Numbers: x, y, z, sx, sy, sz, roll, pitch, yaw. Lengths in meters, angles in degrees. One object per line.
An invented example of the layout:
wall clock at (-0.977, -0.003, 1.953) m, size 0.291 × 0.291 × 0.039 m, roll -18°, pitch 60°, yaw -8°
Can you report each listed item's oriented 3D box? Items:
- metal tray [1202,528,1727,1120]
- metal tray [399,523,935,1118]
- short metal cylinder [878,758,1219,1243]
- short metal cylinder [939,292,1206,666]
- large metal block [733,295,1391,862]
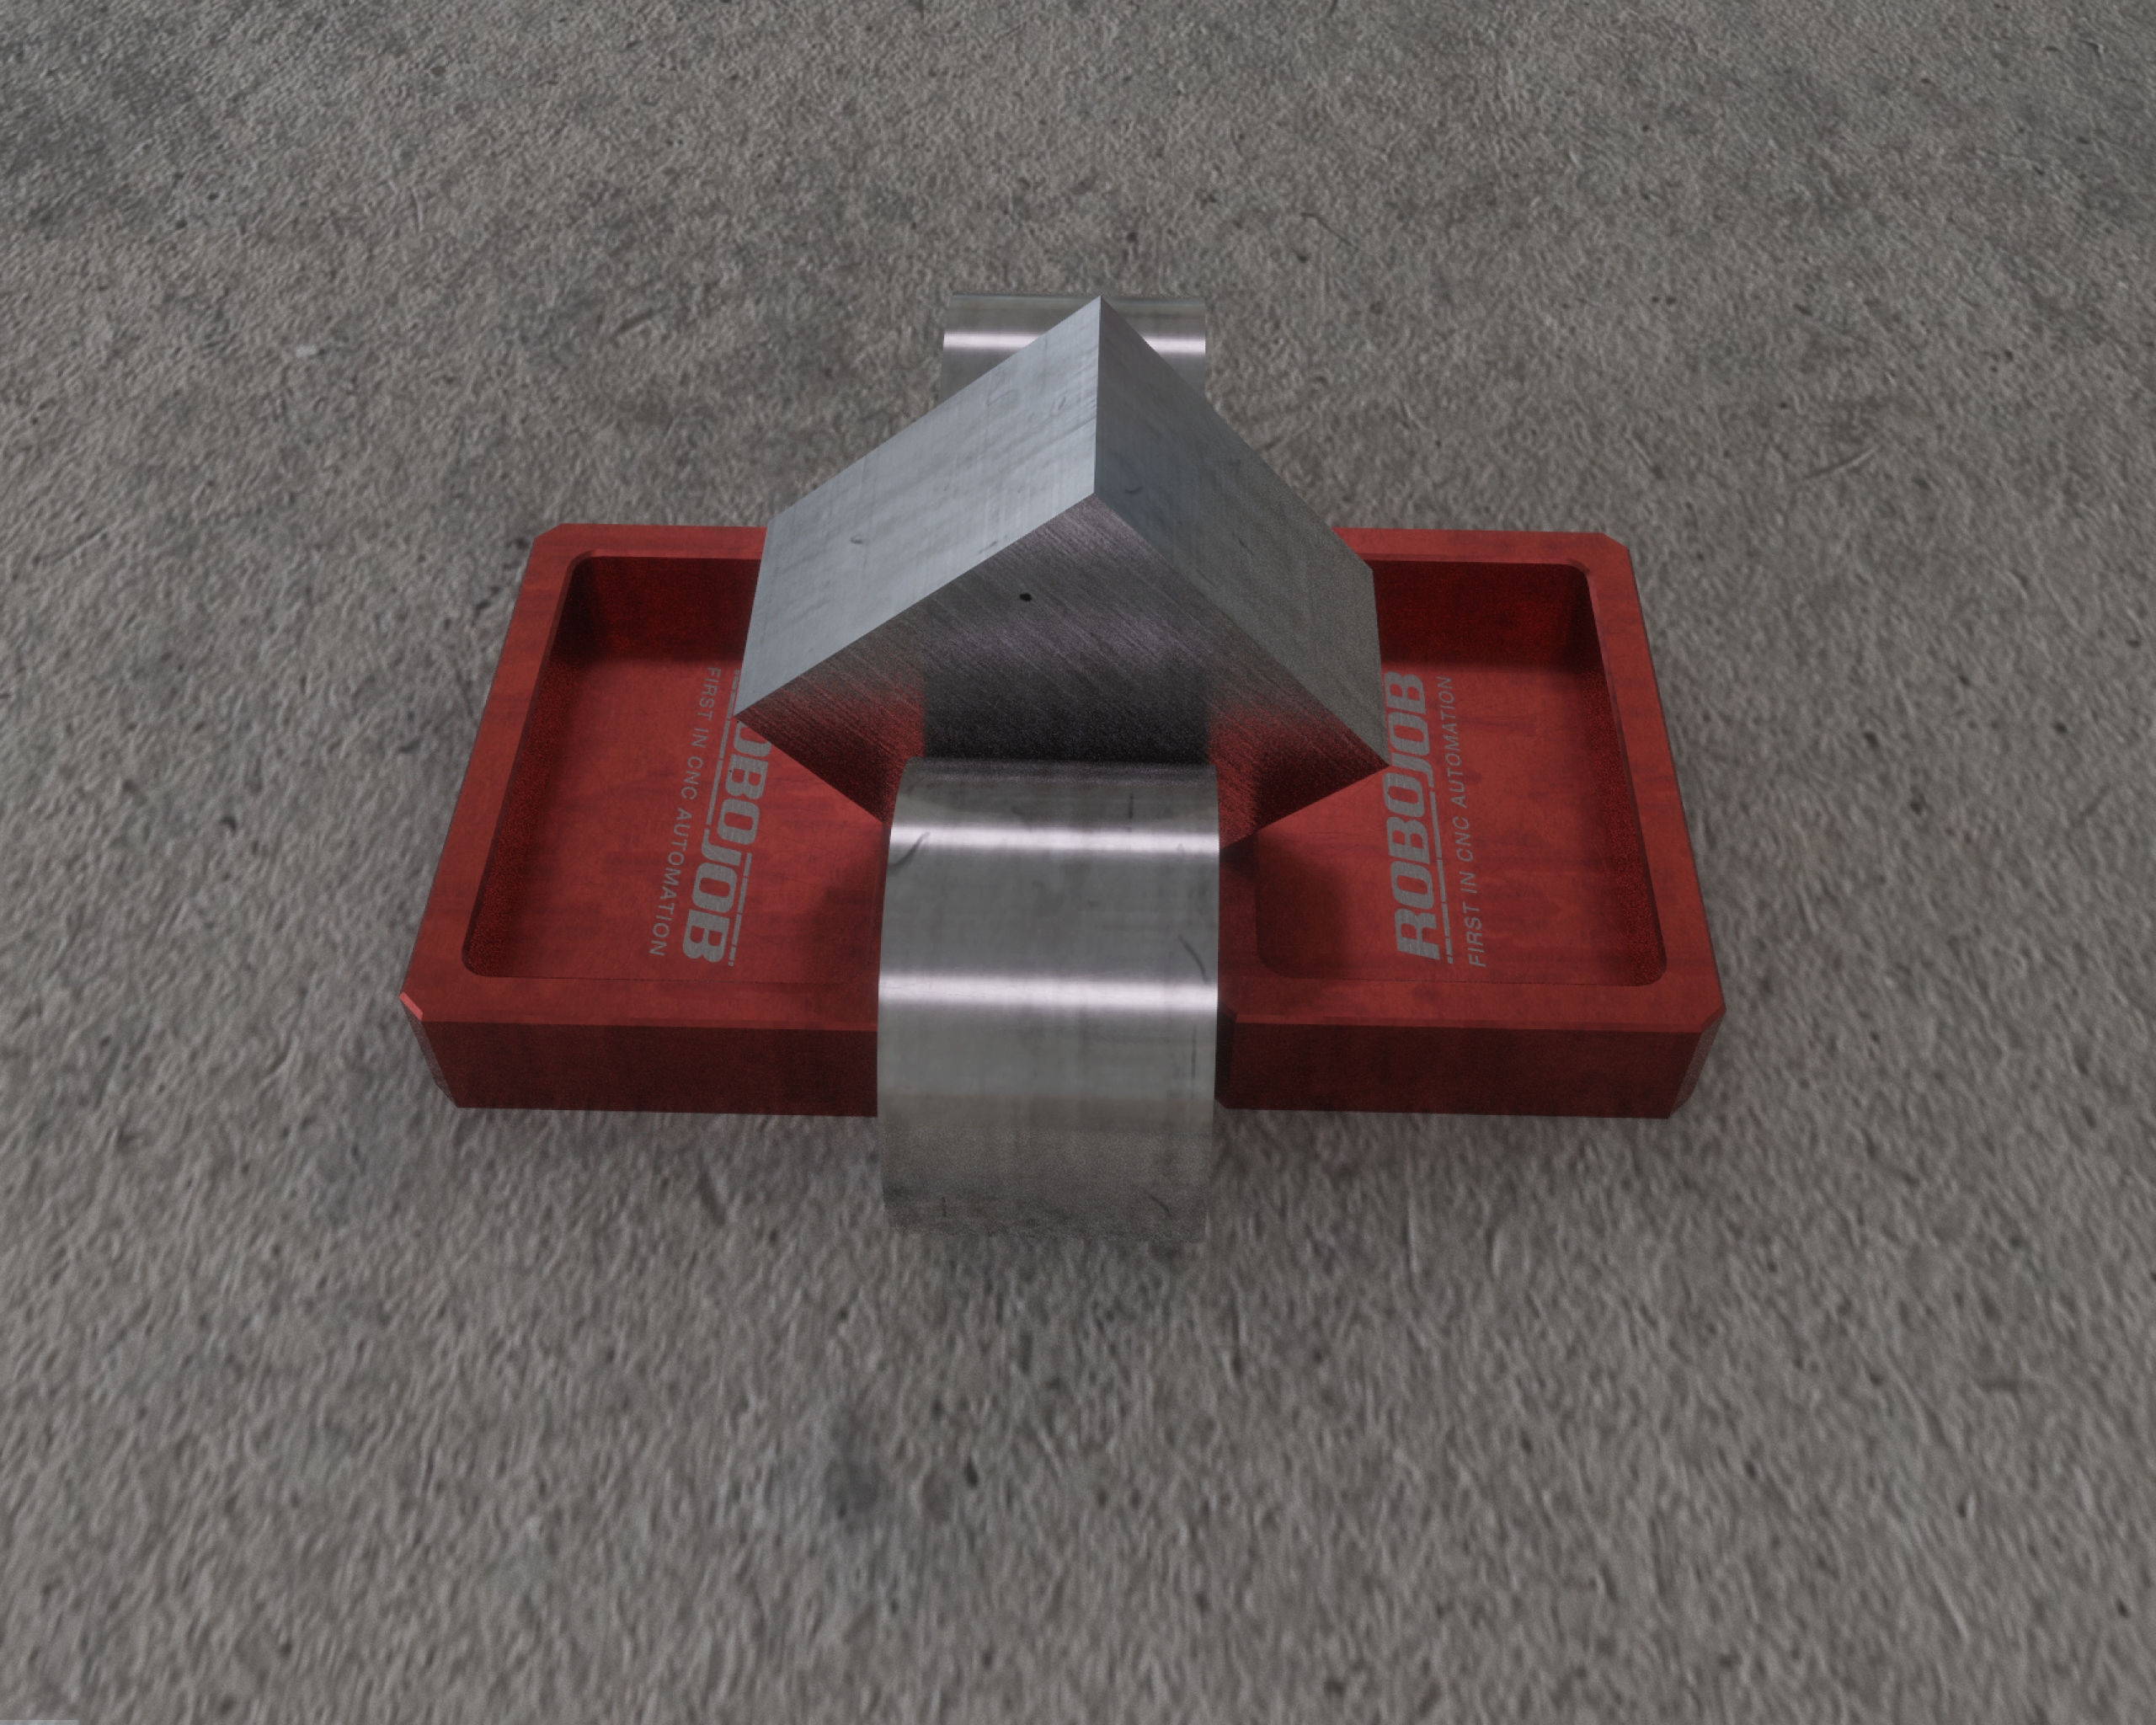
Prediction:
metal tray at (0.069, -0.012, 0.413) m, size 0.091 × 0.030 × 0.130 m, roll 1°, pitch 50°, yaw 1°
metal tray at (-0.071, -0.013, 0.412) m, size 0.091 × 0.030 × 0.130 m, roll 1°, pitch 50°, yaw 1°
short metal cylinder at (-0.004, 0.023, 0.350) m, size 0.050 × 0.080 × 0.080 m, roll 2°, pitch 50°, yaw 1°
short metal cylinder at (0.000, -0.077, 0.434) m, size 0.050 × 0.080 × 0.080 m, roll 2°, pitch 50°, yaw 1°
large metal block at (-0.002, -0.040, 0.376) m, size 0.080 × 0.080 × 0.050 m, roll -27°, pitch 43°, yaw 31°
